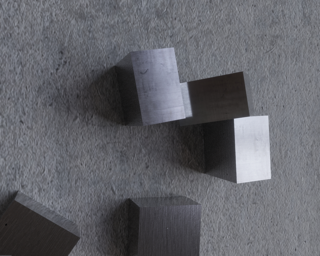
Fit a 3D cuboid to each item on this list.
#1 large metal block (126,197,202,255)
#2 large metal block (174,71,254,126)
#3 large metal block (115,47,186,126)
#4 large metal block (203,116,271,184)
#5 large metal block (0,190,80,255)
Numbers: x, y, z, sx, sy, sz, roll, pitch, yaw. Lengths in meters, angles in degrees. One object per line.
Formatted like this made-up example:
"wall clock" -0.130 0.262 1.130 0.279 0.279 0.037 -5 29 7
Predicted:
"large metal block" 0.004 0.134 0.397 0.081 0.050 0.080 3 89 -20
"large metal block" 0.071 -0.036 0.388 0.080 0.080 0.050 -8 94 21
"large metal block" -0.015 -0.046 0.374 0.050 0.080 0.080 -11 94 -20
"large metal block" 0.100 0.025 0.416 0.050 0.080 0.079 -3 92 -20
"large metal block" -0.148 0.129 0.341 0.080 0.050 0.080 38 78 -16
